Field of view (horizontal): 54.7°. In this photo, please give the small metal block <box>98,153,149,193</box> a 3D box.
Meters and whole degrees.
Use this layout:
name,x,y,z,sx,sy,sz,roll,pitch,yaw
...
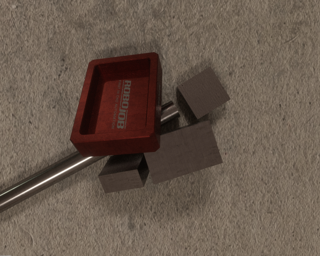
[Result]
name,x,y,z,sx,sy,sz,roll,pitch,yaw
small metal block,-0.042,0.054,0.389,0.050,0.050,0.025,-12,111,14

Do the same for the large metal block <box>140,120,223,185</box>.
name,x,y,z,sx,sy,sz,roll,pitch,yaw
large metal block,0.024,0.027,0.383,0.080,0.080,0.050,-18,90,-1

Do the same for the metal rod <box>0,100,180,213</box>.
name,x,y,z,sx,sy,sz,roll,pitch,yaw
metal rod,-0.112,0.045,0.408,0.301,0.025,0.025,-28,90,-1

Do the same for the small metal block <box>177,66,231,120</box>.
name,x,y,z,sx,sy,sz,roll,pitch,yaw
small metal block,0.057,-0.045,0.411,0.050,0.025,0.050,-32,90,-1

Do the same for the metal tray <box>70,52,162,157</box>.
name,x,y,z,sx,sy,sz,roll,pitch,yaw
metal tray,-0.045,-0.031,0.363,0.090,0.030,0.130,-5,52,9
